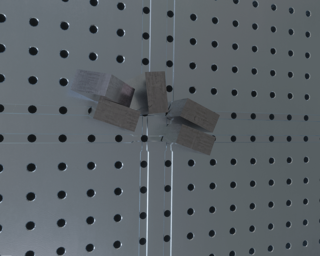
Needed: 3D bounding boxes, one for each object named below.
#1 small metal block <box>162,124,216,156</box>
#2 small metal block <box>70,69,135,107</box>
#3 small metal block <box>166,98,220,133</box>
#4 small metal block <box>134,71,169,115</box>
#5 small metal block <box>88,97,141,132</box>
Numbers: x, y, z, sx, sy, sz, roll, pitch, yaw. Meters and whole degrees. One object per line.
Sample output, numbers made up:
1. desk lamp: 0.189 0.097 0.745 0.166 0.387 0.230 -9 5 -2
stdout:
1. small metal block: 0.037 0.015 0.413 0.050 0.050 0.025 21 83 -19
2. small metal block: -0.066 -0.045 0.364 0.050 0.050 0.025 26 78 -62
3. small metal block: 0.043 -0.016 0.415 0.050 0.050 0.025 26 82 -18
4. small metal block: -0.012 -0.043 0.395 0.025 0.050 0.050 -6 92 -20
5. small metal block: -0.057 -0.015 0.378 0.050 0.050 0.025 19 84 -19
